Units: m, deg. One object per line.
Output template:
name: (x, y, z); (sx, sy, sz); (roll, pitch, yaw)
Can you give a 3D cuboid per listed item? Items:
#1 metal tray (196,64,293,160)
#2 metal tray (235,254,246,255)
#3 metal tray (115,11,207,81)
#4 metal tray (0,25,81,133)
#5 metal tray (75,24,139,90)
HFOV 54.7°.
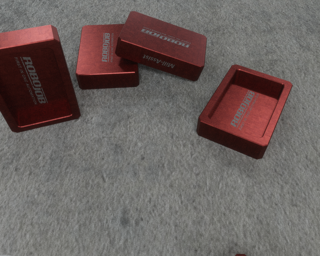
metal tray: (0.118, -0.028, 0.424); (0.090, 0.030, 0.130); (23, 53, 18)
metal tray: (0.086, 0.182, 0.248); (0.091, 0.030, 0.130); (-36, 59, -27)
metal tray: (0.005, -0.129, 0.483); (0.131, 0.030, 0.090); (17, 47, -6)
metal tray: (-0.156, -0.055, 0.379); (0.091, 0.129, 0.030); (-14, 52, -12)
metal tray: (-0.082, -0.118, 0.498); (0.091, 0.030, 0.130); (-3, 50, -3)
